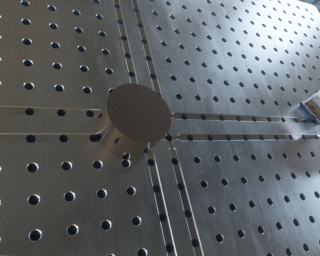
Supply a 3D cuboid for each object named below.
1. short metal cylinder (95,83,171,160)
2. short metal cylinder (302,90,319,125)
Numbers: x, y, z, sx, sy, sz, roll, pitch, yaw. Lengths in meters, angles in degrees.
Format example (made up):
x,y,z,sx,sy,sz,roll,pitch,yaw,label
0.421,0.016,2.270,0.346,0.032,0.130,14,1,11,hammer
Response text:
x,y,z,sx,sy,sz,roll,pitch,yaw,label
-0.033,-0.007,0.380,0.081,0.050,0.080,14,56,-21,short metal cylinder
0.315,-0.049,0.577,0.081,0.080,0.050,-30,79,-38,short metal cylinder
